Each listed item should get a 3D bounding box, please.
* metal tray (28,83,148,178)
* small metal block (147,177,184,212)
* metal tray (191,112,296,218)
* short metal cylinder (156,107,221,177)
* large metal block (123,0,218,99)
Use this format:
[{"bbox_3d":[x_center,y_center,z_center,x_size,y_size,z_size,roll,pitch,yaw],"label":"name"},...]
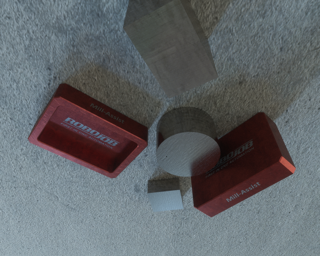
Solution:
[{"bbox_3d":[-0.092,0.009,0.410,0.131,0.030,0.090,29,124,-23],"label":"metal tray"},{"bbox_3d":[0.010,0.108,0.499,0.050,0.025,0.050,-8,130,6],"label":"small metal block"},{"bbox_3d":[0.099,0.048,0.406,0.030,0.090,0.130,37,121,-27],"label":"metal tray"},{"bbox_3d":[0.035,0.019,0.407,0.081,0.050,0.079,0,130,0],"label":"short metal cylinder"},{"bbox_3d":[0.011,-0.089,0.295,0.050,0.080,0.080,-23,127,18],"label":"large metal block"}]
